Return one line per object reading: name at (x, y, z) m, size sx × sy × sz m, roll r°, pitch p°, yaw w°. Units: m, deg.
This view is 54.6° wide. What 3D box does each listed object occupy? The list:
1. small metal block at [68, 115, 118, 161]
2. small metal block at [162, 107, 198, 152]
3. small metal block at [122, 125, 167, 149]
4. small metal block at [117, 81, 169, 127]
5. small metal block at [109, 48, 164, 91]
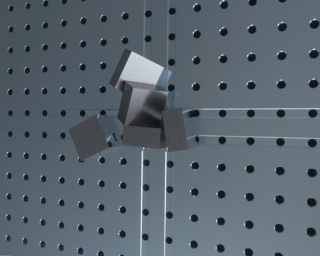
small metal block at (-0.096, 0.014, 0.447) m, size 0.050 × 0.025 × 0.050 m, roll -26°, pitch 82°, yaw 18°
small metal block at (0.026, 0.002, 0.390) m, size 0.025 × 0.050 × 0.050 m, roll -10°, pitch 87°, yaw 20°
small metal block at (-0.015, 0.011, 0.405) m, size 0.050 × 0.050 × 0.025 m, roll 5°, pitch 92°, yaw 20°
small metal block at (-0.022, -0.030, 0.400) m, size 0.025 × 0.050 × 0.050 m, roll 43°, pitch 123°, yaw 51°
small metal block at (-0.031, -0.069, 0.408) m, size 0.050 × 0.050 × 0.025 m, roll -64°, pitch 33°, yaw 9°
